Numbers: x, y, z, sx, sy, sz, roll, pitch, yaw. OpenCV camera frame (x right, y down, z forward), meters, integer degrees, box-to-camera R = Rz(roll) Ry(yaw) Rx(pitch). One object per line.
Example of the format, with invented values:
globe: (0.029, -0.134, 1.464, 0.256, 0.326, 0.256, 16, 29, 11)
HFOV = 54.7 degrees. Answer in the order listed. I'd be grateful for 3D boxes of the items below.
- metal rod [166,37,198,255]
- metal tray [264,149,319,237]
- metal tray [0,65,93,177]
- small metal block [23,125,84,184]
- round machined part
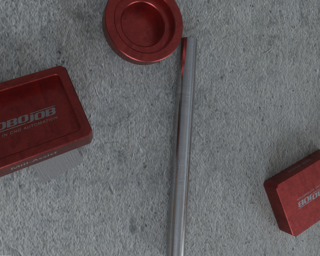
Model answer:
metal rod: (0.030, 0.028, 0.421, 0.025, 0.025, 0.298, 4, 89, -20)
metal tray: (0.238, 0.101, 0.497, 0.131, 0.030, 0.090, -24, 98, -19)
metal tray: (-0.150, -0.005, 0.332, 0.131, 0.030, 0.090, -21, 76, -17)
small metal block: (-0.125, 0.029, 0.363, 0.050, 0.025, 0.050, -29, 100, -18)
round machined part: (-0.024, -0.128, 0.392, 0.099, 0.042, 0.097, 0, 90, -21)
